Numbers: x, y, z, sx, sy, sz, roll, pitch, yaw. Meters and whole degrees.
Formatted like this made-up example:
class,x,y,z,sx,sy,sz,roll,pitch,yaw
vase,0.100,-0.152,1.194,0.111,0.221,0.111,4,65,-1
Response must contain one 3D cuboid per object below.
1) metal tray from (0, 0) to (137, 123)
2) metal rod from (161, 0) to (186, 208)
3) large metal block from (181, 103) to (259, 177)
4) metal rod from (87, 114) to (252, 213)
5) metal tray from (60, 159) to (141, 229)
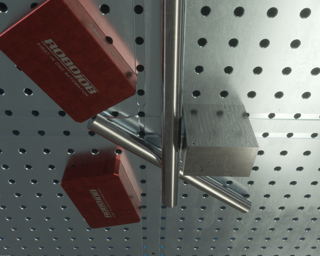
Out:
class,x,y,z,sx,sy,sz,roll,pitch,yaw
metal tray,-0.098,-0.073,0.345,0.090,0.030,0.130,-26,126,20
metal rod,0.014,-0.014,0.379,0.025,0.025,0.298,-1,124,0
large metal block,0.069,0.014,0.389,0.081,0.080,0.050,2,130,-2
metal rod,0.029,0.061,0.464,0.301,0.025,0.025,31,123,-25
metal tray,-0.090,0.111,0.501,0.090,0.030,0.129,-11,130,8
